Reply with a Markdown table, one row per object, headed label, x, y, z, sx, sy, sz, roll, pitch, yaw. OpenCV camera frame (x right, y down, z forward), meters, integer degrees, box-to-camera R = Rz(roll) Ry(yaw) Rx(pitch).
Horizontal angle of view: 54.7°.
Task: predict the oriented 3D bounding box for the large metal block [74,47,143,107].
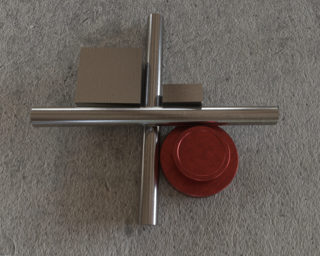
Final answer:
| label | x | y | z | sx | sy | sz | roll | pitch | yaw |
| --- | --- | --- | --- | --- | --- | --- | --- | --- | --- |
| large metal block | -0.064 | -0.060 | 0.416 | 0.081 | 0.050 | 0.080 | 1 | 70 | 0 |

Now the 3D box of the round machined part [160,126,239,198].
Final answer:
| label | x | y | z | sx | sy | sz | roll | pitch | yaw |
| --- | --- | --- | --- | --- | --- | --- | --- | --- | --- |
| round machined part | 0.049 | 0.036 | 0.387 | 0.099 | 0.042 | 0.098 | 0 | 70 | -1 |

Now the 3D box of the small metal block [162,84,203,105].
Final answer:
| label | x | y | z | sx | sy | sz | roll | pitch | yaw |
| --- | --- | --- | --- | --- | --- | --- | --- | --- | --- |
| small metal block | 0.028 | -0.036 | 0.410 | 0.050 | 0.050 | 0.025 | -1 | 70 | -1 |

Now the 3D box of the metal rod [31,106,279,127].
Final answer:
| label | x | y | z | sx | sy | sz | roll | pitch | yaw |
| --- | --- | --- | --- | --- | --- | --- | --- | --- | --- |
| metal rod | -0.002 | -0.015 | 0.388 | 0.302 | 0.025 | 0.025 | -1 | 70 | -5 |

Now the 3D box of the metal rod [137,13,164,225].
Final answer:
| label | x | y | z | sx | sy | sz | roll | pitch | yaw |
| --- | --- | --- | --- | --- | --- | --- | --- | --- | --- |
| metal rod | -0.011 | -0.025 | 0.418 | 0.025 | 0.025 | 0.299 | 2 | 70 | 0 |
